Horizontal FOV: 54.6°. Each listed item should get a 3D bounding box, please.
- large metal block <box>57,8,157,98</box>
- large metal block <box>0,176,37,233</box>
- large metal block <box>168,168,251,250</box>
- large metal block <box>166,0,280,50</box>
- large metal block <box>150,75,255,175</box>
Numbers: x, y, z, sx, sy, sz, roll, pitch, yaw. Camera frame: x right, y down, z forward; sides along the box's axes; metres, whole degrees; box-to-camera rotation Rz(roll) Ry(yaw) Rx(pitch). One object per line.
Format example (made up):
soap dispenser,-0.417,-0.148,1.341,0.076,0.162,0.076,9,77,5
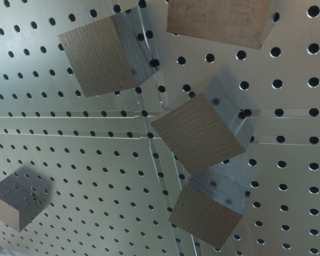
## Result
large metal block,-0.062,-0.089,0.373,0.080,0.050,0.080,-6,115,31
large metal block,-0.314,0.164,0.664,0.080,0.050,0.079,28,128,11
large metal block,0.067,0.107,0.427,0.080,0.050,0.079,27,128,11
large metal block,0.060,-0.112,0.275,0.080,0.080,0.050,17,125,18
large metal block,0.051,-0.001,0.368,0.080,0.050,0.080,-31,101,38
